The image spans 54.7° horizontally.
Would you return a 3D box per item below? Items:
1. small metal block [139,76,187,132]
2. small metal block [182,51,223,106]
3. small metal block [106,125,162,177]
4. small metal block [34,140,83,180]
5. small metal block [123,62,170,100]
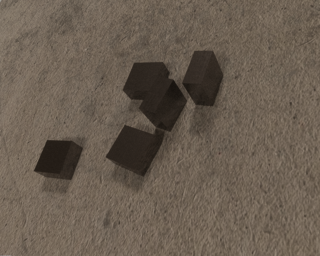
[{"bbox_3d":[0.005,-0.031,0.403,0.025,0.050,0.050,18,71,35],"label":"small metal block"},{"bbox_3d":[0.056,-0.063,0.396,0.025,0.050,0.050,8,66,31],"label":"small metal block"},{"bbox_3d":[-0.034,0.029,0.403,0.050,0.025,0.050,18,71,34],"label":"small metal block"},{"bbox_3d":[-0.147,0.046,0.451,0.050,0.025,0.050,1,62,28],"label":"small metal block"},{"bbox_3d":[-0.020,-0.069,0.455,0.050,0.025,0.050,5,64,30],"label":"small metal block"}]
